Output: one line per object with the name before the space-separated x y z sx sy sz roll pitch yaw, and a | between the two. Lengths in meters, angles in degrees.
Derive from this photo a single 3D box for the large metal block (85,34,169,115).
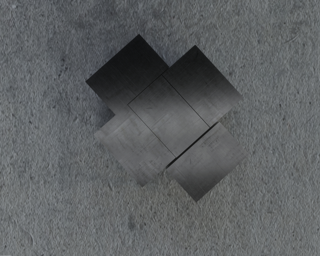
large metal block | -0.036 -0.060 0.384 0.080 0.080 0.050 -42 91 0

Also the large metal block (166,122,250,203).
large metal block | 0.053 0.038 0.385 0.080 0.080 0.050 -42 91 0

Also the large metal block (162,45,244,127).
large metal block | 0.047 -0.047 0.385 0.050 0.080 0.080 -42 91 0

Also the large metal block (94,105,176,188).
large metal block | -0.028 0.020 0.384 0.050 0.080 0.080 -42 91 0

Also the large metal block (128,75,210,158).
large metal block | 0.010 -0.013 0.384 0.050 0.080 0.080 -42 91 0
